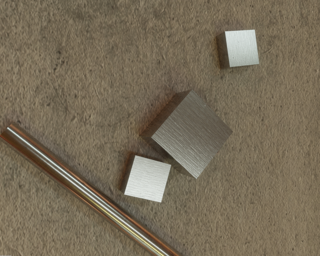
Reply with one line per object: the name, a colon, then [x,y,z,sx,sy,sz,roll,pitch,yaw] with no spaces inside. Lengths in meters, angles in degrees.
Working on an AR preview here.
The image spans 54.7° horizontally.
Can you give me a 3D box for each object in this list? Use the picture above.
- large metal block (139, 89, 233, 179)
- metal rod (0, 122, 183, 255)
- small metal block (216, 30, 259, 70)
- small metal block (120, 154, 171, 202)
large metal block: [0.034,0.008,0.410,0.080,0.050,0.080,44,76,-15]
metal rod: [-0.065,0.101,0.385,0.300,0.025,0.025,43,76,-15]
small metal block: [0.113,-0.114,0.452,0.050,0.025,0.050,-10,94,-20]
small metal block: [-0.019,0.065,0.403,0.050,0.025,0.050,17,84,-20]
